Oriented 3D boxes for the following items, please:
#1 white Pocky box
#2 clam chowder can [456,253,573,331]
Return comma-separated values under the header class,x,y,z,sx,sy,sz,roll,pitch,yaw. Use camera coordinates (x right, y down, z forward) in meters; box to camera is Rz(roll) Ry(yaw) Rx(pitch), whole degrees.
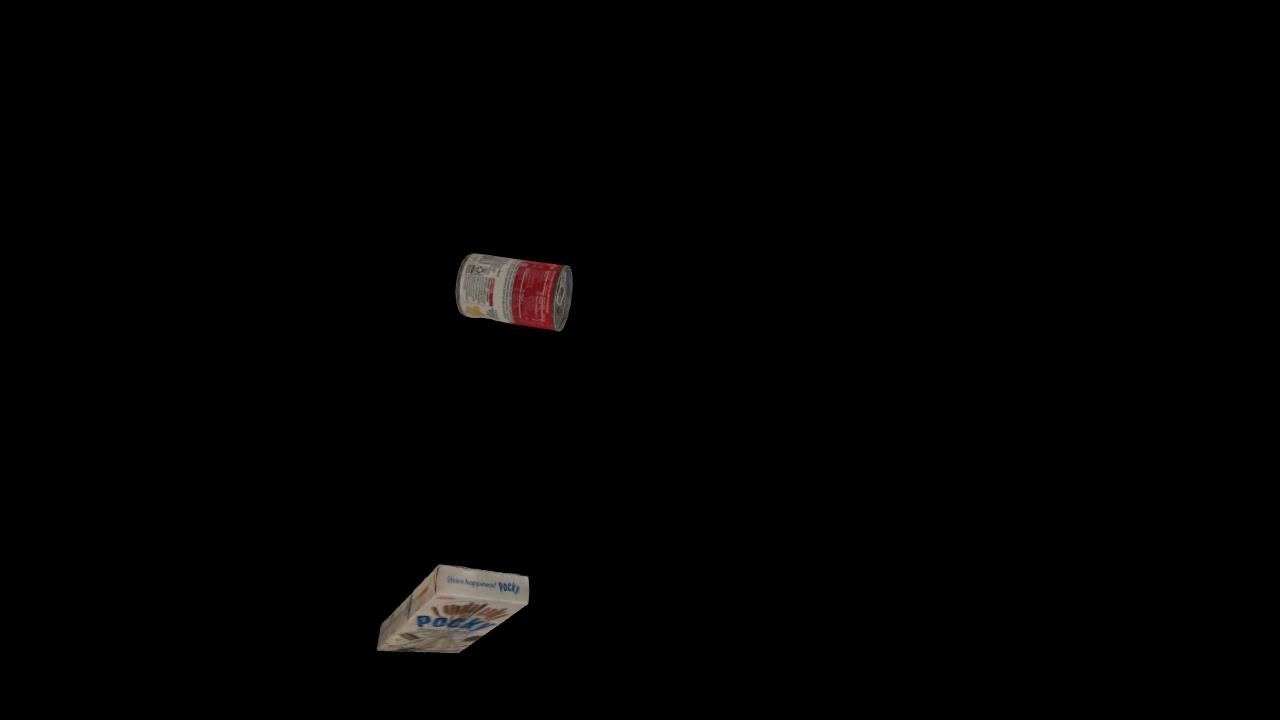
class,x,y,z,sx,sy,sz,roll,pitch,yaw
white Pocky box,-0.170,0.227,0.552,0.084,0.028,0.154,19,-46,-30
clam chowder can,-0.126,-0.069,0.625,0.102,0.068,0.068,9,1,5
